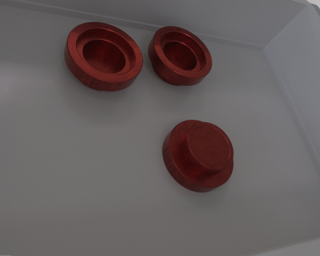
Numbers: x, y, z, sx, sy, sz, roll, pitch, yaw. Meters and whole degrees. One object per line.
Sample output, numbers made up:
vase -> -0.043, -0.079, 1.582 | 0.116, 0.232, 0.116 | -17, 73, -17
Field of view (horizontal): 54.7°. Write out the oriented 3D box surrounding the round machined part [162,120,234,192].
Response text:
round machined part -> 0.056, 0.031, 0.406 | 0.099, 0.042, 0.098 | 14, 56, -21

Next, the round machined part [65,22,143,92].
round machined part -> -0.076, -0.088, 0.408 | 0.099, 0.042, 0.098 | 14, 56, -21

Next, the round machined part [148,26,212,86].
round machined part -> 0.026, -0.104, 0.472 | 0.099, 0.042, 0.098 | 14, 56, -21
